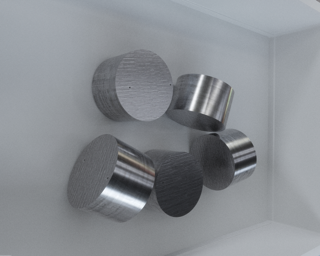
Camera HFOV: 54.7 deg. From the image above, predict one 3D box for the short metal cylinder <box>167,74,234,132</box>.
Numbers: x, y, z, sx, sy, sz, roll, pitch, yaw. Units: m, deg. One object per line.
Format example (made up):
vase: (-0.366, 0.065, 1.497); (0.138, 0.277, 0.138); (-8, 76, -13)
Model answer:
short metal cylinder: (0.055, -0.032, 0.418); (0.080, 0.080, 0.050); (27, 73, -37)

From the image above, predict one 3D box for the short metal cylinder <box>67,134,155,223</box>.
short metal cylinder: (-0.052, 0.053, 0.326); (0.050, 0.080, 0.080); (34, 69, -35)

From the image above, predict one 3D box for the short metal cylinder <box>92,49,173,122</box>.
short metal cylinder: (-0.031, -0.047, 0.363); (0.081, 0.050, 0.079); (0, 90, -40)

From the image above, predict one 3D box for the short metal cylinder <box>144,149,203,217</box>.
short metal cylinder: (0.010, 0.069, 0.398); (0.081, 0.050, 0.079); (0, 90, -40)

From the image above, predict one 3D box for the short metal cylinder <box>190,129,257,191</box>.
short metal cylinder: (0.090, 0.044, 0.447); (0.050, 0.080, 0.079); (-12, 98, -40)
